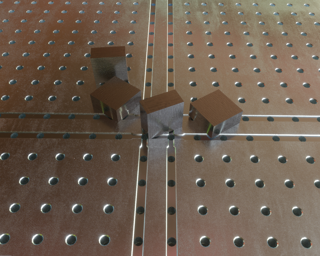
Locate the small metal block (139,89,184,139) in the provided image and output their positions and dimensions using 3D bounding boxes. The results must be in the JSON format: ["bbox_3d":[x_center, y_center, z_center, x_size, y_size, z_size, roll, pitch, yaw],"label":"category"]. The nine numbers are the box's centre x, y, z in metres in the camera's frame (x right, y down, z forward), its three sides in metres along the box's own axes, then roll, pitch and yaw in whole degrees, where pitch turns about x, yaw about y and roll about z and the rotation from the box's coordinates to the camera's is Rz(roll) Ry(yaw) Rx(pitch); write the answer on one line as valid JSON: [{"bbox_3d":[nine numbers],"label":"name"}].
[{"bbox_3d":[0.002,-0.018,0.406,0.050,0.050,0.025,-20,53,-16],"label":"small metal block"}]

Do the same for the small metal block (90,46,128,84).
[{"bbox_3d":[-0.076,-0.095,0.471,0.050,0.050,0.025,-4,50,-4],"label":"small metal block"}]

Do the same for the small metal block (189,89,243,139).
[{"bbox_3d":[0.076,-0.020,0.425,0.050,0.025,0.050,-27,55,-21],"label":"small metal block"}]

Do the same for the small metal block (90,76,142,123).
[{"bbox_3d":[-0.062,-0.042,0.443,0.050,0.025,0.050,31,57,23],"label":"small metal block"}]
